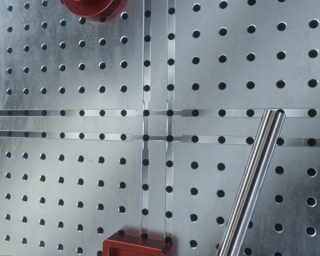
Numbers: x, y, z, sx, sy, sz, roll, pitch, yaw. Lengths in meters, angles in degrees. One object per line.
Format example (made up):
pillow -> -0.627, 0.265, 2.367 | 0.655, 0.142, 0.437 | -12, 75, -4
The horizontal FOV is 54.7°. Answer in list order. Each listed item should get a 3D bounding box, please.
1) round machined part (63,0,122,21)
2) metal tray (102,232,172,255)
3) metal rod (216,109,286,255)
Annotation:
round machined part -> -0.101, -0.207, 0.439 | 0.098, 0.042, 0.097 | 0, 90, 20
metal tray -> -0.033, 0.217, 0.421 | 0.090, 0.030, 0.129 | 3, 91, 20
metal rod -> 0.093, 0.123, 0.379 | 0.025, 0.025, 0.298 | 19, 96, 19
